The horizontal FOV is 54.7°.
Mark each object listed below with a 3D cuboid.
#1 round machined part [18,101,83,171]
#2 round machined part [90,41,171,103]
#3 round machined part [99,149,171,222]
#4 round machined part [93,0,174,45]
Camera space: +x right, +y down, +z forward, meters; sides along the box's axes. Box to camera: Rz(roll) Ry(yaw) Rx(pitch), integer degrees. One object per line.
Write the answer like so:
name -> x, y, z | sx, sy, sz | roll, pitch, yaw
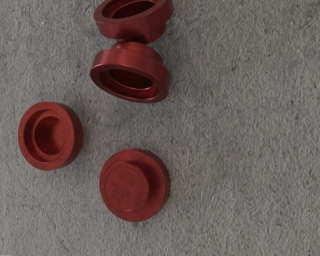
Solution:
round machined part -> -0.154, 0.011, 0.454 | 0.098, 0.042, 0.097 | 0, 90, 20
round machined part -> -0.034, -0.071, 0.386 | 0.098, 0.098, 0.042 | 6, 70, 20
round machined part -> -0.039, 0.077, 0.414 | 0.098, 0.042, 0.097 | 0, 90, 20
round machined part -> -0.030, -0.138, 0.393 | 0.098, 0.042, 0.098 | -10, 44, 10
